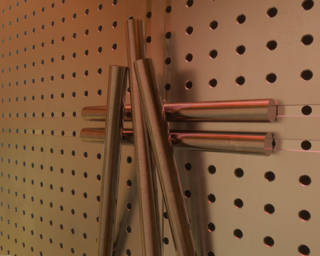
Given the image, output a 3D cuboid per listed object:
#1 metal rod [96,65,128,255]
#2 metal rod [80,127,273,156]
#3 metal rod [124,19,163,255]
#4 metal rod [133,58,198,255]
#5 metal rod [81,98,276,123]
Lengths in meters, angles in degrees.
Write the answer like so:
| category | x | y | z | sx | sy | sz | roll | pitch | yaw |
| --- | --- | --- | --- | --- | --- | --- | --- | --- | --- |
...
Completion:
| category | x | y | z | sx | sy | sz | roll | pitch | yaw |
| --- | --- | --- | --- | --- | --- | --- | --- | --- | --- |
| metal rod | -0.070 | 0.062 | 0.441 | 0.025 | 0.025 | 0.298 | 18 | 108 | 38 |
| metal rod | -0.005 | 0.014 | 0.412 | 0.300 | 0.025 | 0.025 | 1 | 91 | 39 |
| metal rod | -0.021 | 0.011 | 0.393 | 0.025 | 0.025 | 0.298 | -8 | 85 | 39 |
| metal rod | 0.012 | 0.065 | 0.373 | 0.025 | 0.025 | 0.298 | -14 | 89 | 39 |
| metal rod | -0.002 | -0.020 | 0.410 | 0.300 | 0.025 | 0.025 | 1 | 91 | 39 |
